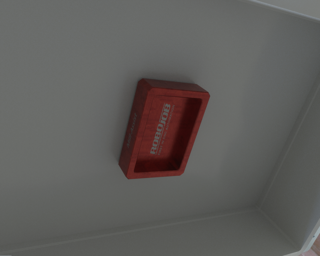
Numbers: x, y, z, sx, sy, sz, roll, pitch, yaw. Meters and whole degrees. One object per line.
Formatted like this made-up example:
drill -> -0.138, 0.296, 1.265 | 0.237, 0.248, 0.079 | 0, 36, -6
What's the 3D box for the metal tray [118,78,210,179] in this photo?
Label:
metal tray -> 0.004, 0.004, 0.408 | 0.091, 0.030, 0.129 | 1, 118, -30
